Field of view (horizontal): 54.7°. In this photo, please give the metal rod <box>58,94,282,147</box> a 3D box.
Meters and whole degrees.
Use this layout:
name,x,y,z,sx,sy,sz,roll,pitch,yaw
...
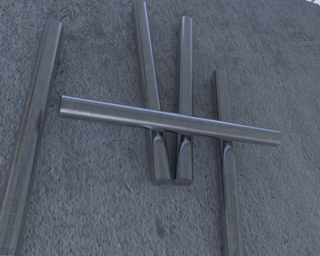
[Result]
name,x,y,z,sx,sy,sz,roll,pitch,yaw
metal rod,0.031,-0.004,0.389,0.302,0.025,0.025,8,58,-24

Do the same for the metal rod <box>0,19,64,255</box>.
name,x,y,z,sx,sy,sz,roll,pitch,yaw
metal rod,-0.137,-0.006,0.333,0.025,0.025,0.299,12,57,-22

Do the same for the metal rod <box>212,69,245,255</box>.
name,x,y,z,sx,sy,sz,roll,pitch,yaw
metal rod,0.091,0.038,0.429,0.025,0.025,0.300,16,55,-19

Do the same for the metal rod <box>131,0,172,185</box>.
name,x,y,z,sx,sy,sz,roll,pitch,yaw
metal rod,-0.016,-0.067,0.435,0.025,0.025,0.299,7,59,-25

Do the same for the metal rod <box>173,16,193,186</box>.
name,x,y,z,sx,sy,sz,roll,pitch,yaw
metal rod,0.037,-0.060,0.459,0.025,0.025,0.300,17,55,-19
